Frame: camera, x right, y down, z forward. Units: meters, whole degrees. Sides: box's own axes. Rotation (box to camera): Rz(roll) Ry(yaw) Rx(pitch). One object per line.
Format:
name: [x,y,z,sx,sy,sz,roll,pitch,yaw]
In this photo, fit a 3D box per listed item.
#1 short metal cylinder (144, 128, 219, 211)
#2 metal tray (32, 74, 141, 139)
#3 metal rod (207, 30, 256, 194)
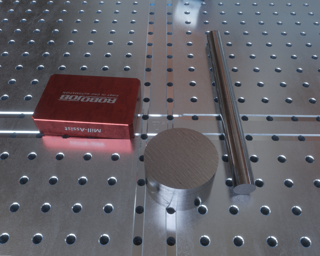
short metal cylinder: [0.023,0.046,0.352,0.081,0.050,0.080,0,50,0]
metal tray: [-0.096,-0.032,0.430,0.131,0.030,0.090,3,50,3]
metal rod: [0.095,-0.046,0.446,0.025,0.025,0.300,0,50,0]
